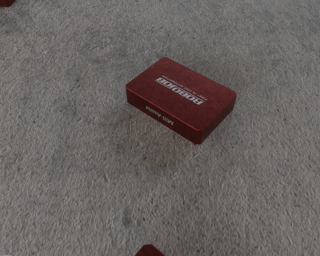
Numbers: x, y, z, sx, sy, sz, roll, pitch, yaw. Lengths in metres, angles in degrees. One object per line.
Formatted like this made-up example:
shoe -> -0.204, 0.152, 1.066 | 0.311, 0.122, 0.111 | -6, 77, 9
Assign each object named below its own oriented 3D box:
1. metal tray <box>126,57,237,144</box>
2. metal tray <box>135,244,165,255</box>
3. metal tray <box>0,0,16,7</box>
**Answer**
metal tray -> 0.028, -0.043, 0.436 | 0.130, 0.030, 0.090 | 32, 57, 24
metal tray -> -0.019, 0.175, 0.252 | 0.090, 0.030, 0.131 | 33, 57, 24
metal tray -> -0.359, -0.292, 0.643 | 0.131, 0.030, 0.090 | 7, 50, 6
